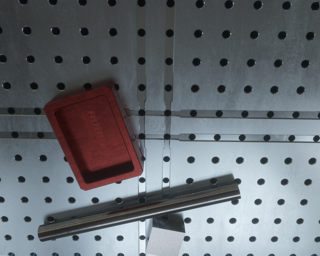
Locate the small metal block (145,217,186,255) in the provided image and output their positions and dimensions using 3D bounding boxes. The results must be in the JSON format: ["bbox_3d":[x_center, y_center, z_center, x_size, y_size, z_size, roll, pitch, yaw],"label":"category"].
[{"bbox_3d":[0.008,0.169,0.476,0.050,0.025,0.050,12,110,-5],"label":"small metal block"}]

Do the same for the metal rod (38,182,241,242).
[{"bbox_3d":[-0.033,0.125,0.458,0.302,0.025,0.025,-13,110,4],"label":"metal rod"}]

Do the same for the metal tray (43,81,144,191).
[{"bbox_3d":[-0.084,0.013,0.414,0.090,0.030,0.129,-17,110,5],"label":"metal tray"}]
